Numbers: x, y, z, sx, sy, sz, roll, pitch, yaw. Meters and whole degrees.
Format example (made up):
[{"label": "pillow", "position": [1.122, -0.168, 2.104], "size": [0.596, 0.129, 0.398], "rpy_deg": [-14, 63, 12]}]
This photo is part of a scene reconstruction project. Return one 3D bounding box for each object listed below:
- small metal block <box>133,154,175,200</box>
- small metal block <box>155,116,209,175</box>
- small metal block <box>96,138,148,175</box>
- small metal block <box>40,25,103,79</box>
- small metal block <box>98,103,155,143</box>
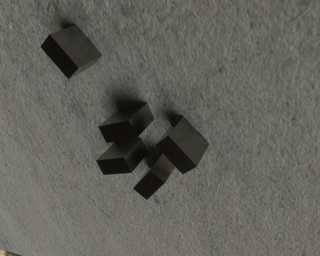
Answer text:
[{"label": "small metal block", "position": [-0.005, 0.065, 0.432], "size": [0.025, 0.050, 0.050], "rpy_deg": [40, 129, 1]}, {"label": "small metal block", "position": [0.029, 0.021, 0.387], "size": [0.050, 0.050, 0.025], "rpy_deg": [47, 129, -5]}, {"label": "small metal block", "position": [-0.053, 0.041, 0.442], "size": [0.050, 0.050, 0.025], "rpy_deg": [-9, 114, 32]}, {"label": "small metal block", "position": [-0.109, -0.096, 0.387], "size": [0.025, 0.050, 0.050], "rpy_deg": [-34, 100, 38]}, {"label": "small metal block", "position": [-0.043, -0.007, 0.408], "size": [0.050, 0.050, 0.025], "rpy_deg": [-10, 113, 32]}]
